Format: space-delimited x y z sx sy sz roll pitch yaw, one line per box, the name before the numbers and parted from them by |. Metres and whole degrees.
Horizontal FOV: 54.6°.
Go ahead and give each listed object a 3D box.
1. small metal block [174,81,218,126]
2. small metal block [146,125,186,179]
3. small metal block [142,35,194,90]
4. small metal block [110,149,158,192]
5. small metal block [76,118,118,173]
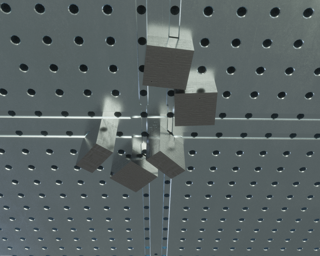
small metal block | 0.043 -0.030 0.386 0.050 0.025 0.050 -2 130 1
small metal block | 0.008 0.033 0.423 0.025 0.050 0.050 -35 122 26
small metal block | 0.008 -0.073 0.349 0.050 0.025 0.050 6 130 -5
small metal block | -0.039 0.065 0.466 0.050 0.025 0.050 35 122 -26
small metal block | -0.084 0.023 0.414 0.025 0.050 0.050 32 123 -24
